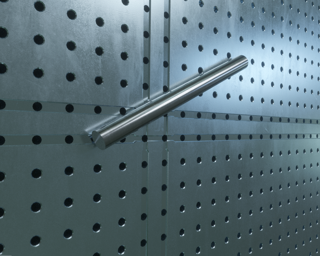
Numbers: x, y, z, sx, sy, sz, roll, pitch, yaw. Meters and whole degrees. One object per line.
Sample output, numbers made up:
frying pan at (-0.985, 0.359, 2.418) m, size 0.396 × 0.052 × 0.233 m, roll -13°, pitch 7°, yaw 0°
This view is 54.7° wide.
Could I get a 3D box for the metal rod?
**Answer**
metal rod at (0.035, -0.049, 0.440) m, size 0.302 × 0.025 × 0.025 m, roll -31°, pitch 110°, yaw -36°
